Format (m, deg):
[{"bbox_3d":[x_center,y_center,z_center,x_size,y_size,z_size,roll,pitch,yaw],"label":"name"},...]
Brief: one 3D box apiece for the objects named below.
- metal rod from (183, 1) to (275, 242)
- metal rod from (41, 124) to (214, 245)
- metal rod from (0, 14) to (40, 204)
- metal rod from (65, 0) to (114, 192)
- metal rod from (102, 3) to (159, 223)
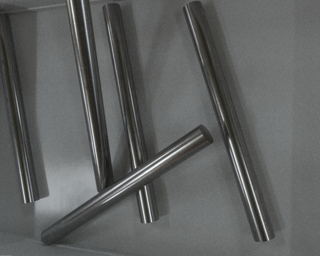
[{"bbox_3d":[0.082,-0.013,0.381,0.025,0.025,0.298,-18,84,19],"label":"metal rod"},{"bbox_3d":[-0.059,0.086,0.407,0.299,0.025,0.025,-36,79,24],"label":"metal rod"},{"bbox_3d":[-0.228,-0.032,0.488,0.025,0.025,0.298,-12,86,19],"label":"metal rod"},{"bbox_3d":[-0.084,-0.049,0.376,0.025,0.025,0.298,6,116,19],"label":"metal rod"},{"bbox_3d":[-0.041,-0.023,0.423,0.025,0.025,0.298,-12,86,19],"label":"metal rod"}]
